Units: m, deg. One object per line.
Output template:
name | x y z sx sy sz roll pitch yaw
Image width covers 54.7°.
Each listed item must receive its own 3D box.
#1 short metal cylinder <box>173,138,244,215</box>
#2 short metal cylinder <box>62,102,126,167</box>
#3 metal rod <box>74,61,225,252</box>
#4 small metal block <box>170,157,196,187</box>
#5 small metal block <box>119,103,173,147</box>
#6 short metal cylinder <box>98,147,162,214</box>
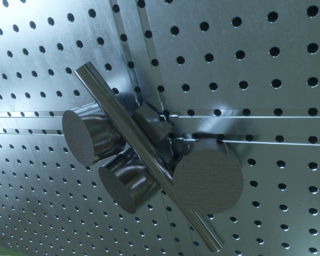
short metal cylinder | 0.059 0.057 0.378 0.080 0.050 0.079 2 103 9
short metal cylinder | -0.091 0.006 0.424 0.080 0.050 0.079 26 127 40
metal rod | -0.008 0.044 0.405 0.025 0.025 0.299 -28 103 37
small metal block | 0.032 0.070 0.433 0.050 0.025 0.050 42 129 -1
small metal block | -0.019 0.003 0.418 0.050 0.025 0.050 40 129 1
short metal cylinder | -0.042 0.074 0.441 0.080 0.050 0.079 35 144 30
